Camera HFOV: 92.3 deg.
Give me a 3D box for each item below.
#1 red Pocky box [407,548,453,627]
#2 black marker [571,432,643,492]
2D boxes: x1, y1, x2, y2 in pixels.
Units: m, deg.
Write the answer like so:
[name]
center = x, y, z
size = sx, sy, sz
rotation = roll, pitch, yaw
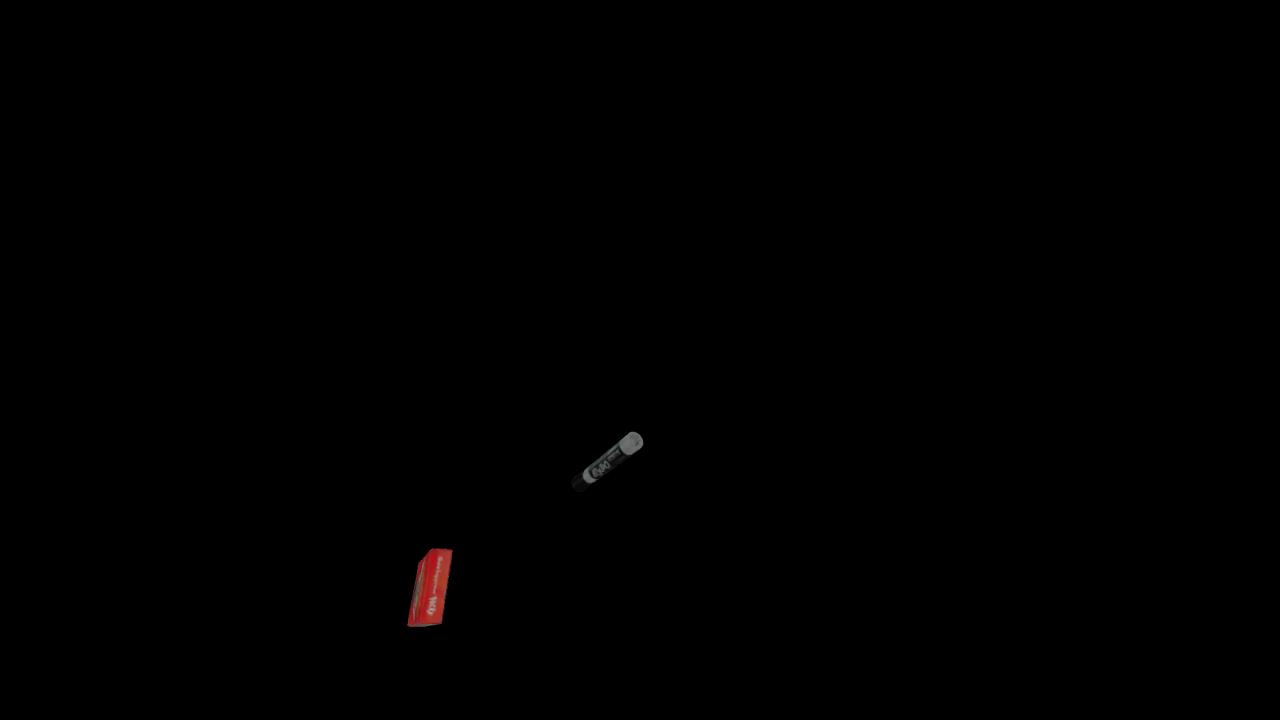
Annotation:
[red Pocky box]
center = -0.260, 0.283, 0.758
size = 0.028, 0.083, 0.155
rotation = 13, -28, -20
[black marker]
center = -0.037, 0.108, 0.635
size = 0.020, 0.020, 0.121
rotation = 0, -31, -39
